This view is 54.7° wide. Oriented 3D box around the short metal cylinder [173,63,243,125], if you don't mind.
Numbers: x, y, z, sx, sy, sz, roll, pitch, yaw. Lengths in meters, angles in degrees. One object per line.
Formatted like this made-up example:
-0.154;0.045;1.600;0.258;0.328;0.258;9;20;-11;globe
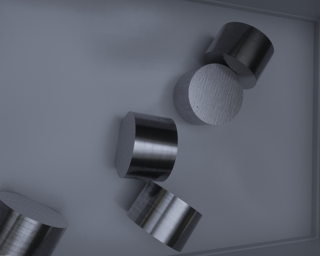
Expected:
0.065;-0.044;0.422;0.081;0.050;0.079;0;90;-21;short metal cylinder

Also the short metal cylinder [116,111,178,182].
-0.018;0.023;0.376;0.050;0.080;0.080;9;87;-20;short metal cylinder

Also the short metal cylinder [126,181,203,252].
0.005;0.108;0.385;0.080;0.080;0.050;38;78;-17;short metal cylinder

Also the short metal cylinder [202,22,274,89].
0.105;-0.097;0.422;0.080;0.080;0.050;36;79;-17;short metal cylinder

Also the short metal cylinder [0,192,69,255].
-0.146;0.109;0.328;0.080;0.080;0.050;31;80;-18;short metal cylinder
